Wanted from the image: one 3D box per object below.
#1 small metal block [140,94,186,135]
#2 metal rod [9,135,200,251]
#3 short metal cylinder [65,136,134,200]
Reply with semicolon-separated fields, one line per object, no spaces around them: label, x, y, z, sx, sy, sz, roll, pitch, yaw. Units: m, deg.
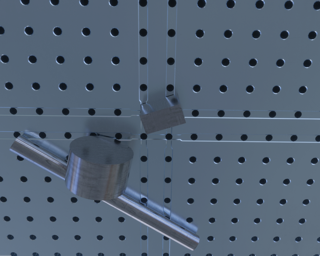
small metal block;0.004;-0.019;0.393;0.050;0.050;0.025;-16;109;6
metal rod;-0.071;0.099;0.449;0.301;0.025;0.025;32;107;-12
short metal cylinder;-0.079;0.049;0.402;0.081;0.080;0.050;12;110;-5
